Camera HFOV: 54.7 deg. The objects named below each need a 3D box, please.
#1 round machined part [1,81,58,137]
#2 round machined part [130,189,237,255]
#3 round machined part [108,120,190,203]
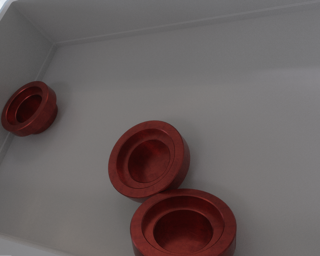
[{"bbox_3d":[-0.215,-0.028,0.525,0.098,0.042,0.098,-13,56,21],"label":"round machined part"},{"bbox_3d":[0.023,0.106,0.298,0.099,0.042,0.098,-4,27,2],"label":"round machined part"},{"bbox_3d":[-0.010,0.043,0.373,0.098,0.042,0.098,-13,56,21],"label":"round machined part"}]
